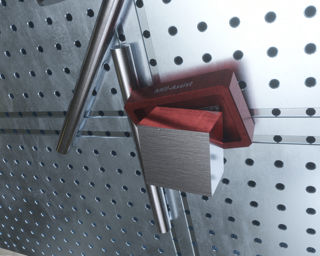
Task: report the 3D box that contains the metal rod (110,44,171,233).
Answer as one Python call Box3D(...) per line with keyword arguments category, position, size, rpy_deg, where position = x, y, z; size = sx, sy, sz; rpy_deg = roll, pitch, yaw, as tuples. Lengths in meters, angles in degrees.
Box3D(category="metal rod", position=(-0.021, 0.032, 0.440), size=(0.025, 0.025, 0.298), rpy_deg=(3, 120, 26))

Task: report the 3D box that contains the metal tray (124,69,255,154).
Box3D(category="metal tray", position=(0.034, -0.013, 0.365), size=(0.130, 0.030, 0.090), rpy_deg=(-8, 130, 31))

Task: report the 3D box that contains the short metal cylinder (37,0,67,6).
Box3D(category="short metal cylinder", position=(-0.101, -0.168, 0.323), size=(0.080, 0.080, 0.050), rpy_deg=(-10, 113, 32))

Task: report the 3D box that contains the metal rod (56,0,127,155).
Box3D(category="metal rod", position=(-0.099, -0.065, 0.421), size=(0.025, 0.025, 0.298), rpy_deg=(35, 129, 4))

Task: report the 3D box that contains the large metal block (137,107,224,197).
Box3D(category="large metal block", position=(0.026, 0.025, 0.354), size=(0.080, 0.050, 0.079), rpy_deg=(6, 120, 25))
